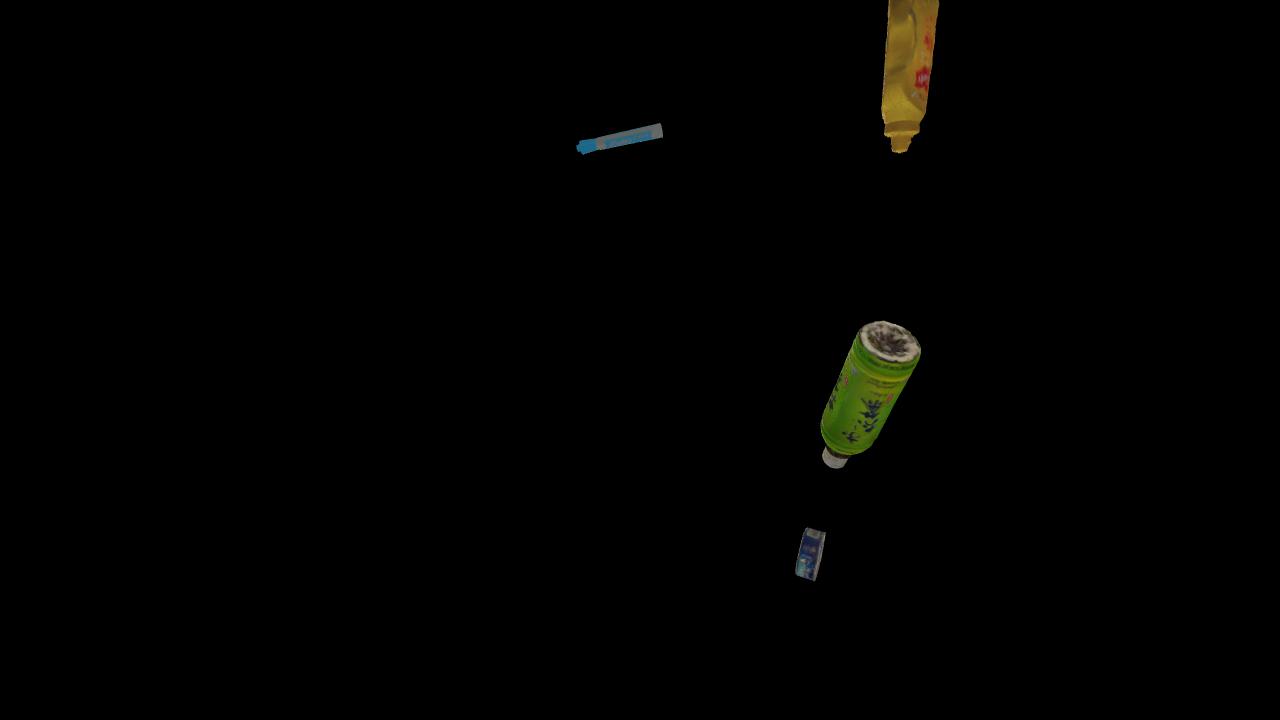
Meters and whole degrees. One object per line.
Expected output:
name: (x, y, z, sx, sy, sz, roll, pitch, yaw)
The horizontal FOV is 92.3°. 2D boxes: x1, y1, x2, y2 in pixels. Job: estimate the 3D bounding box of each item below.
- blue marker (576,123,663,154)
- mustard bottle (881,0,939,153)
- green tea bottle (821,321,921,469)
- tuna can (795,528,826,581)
blue marker: (-0.029, -0.305, 0.848, 0.121, 0.020, 0.020, -8, -1, 10)
mustard bottle: (0.339, -0.359, 0.783, 0.054, 0.184, 0.092, 9, 13, 34)
green tea bottle: (0.260, 0.054, 0.726, 0.073, 0.212, 0.073, 2, 43, -2)
tuna can: (0.291, 0.330, 1.049, 0.034, 0.084, 0.084, 12, 5, 22)
